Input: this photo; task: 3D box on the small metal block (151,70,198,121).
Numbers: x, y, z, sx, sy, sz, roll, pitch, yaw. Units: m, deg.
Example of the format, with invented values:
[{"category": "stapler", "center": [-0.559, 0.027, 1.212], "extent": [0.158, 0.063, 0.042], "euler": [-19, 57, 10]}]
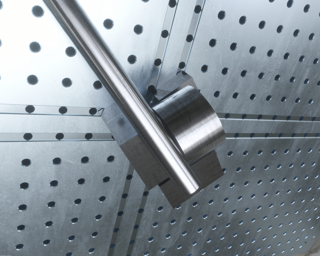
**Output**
[{"category": "small metal block", "center": [0.024, -0.038, 0.403], "extent": [0.050, 0.025, 0.050], "euler": [-36, 130, -5]}]

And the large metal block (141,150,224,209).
[{"category": "large metal block", "center": [0.025, 0.046, 0.417], "extent": [0.080, 0.080, 0.050], "euler": [-33, 129, -7]}]

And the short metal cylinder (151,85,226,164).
[{"category": "short metal cylinder", "center": [0.031, -0.002, 0.360], "extent": [0.050, 0.080, 0.080], "euler": [-32, 129, -8]}]

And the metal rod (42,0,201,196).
[{"category": "metal rod", "center": [-0.048, -0.054, 0.285], "extent": [0.025, 0.025, 0.299], "euler": [-36, 108, -5]}]

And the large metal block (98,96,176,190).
[{"category": "large metal block", "center": [-0.023, 0.014, 0.374], "extent": [0.050, 0.080, 0.080], "euler": [-33, 129, -7]}]
